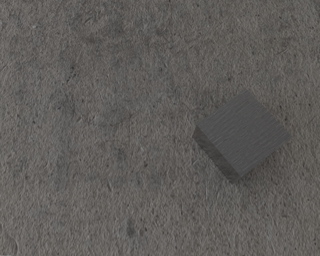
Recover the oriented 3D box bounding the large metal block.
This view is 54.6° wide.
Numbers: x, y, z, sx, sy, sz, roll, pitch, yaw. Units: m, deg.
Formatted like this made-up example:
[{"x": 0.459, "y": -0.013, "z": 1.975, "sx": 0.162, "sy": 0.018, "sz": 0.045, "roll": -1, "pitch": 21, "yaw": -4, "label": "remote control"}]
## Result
[{"x": 0.100, "y": 0.011, "z": 0.391, "sx": 0.080, "sy": 0.050, "sz": 0.080, "roll": -35, "pitch": 74, "yaw": -12, "label": "large metal block"}]
